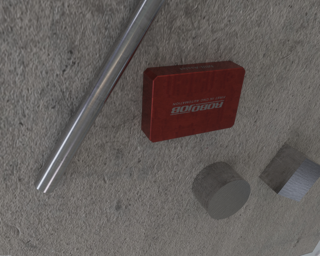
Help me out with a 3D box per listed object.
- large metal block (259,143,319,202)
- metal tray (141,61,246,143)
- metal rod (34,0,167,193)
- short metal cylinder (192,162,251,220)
[{"bbox_3d":[0.246,0.084,0.577,0.080,0.050,0.080,23,106,-37],"label":"large metal block"},{"bbox_3d":[0.043,-0.036,0.405,0.131,0.030,0.089,-10,123,-23],"label":"metal tray"},{"bbox_3d":[-0.060,-0.052,0.341,0.025,0.025,0.299,24,106,-37],"label":"metal rod"},{"bbox_3d":[0.100,0.102,0.509,0.081,0.050,0.079,-14,124,-21],"label":"short metal cylinder"}]
